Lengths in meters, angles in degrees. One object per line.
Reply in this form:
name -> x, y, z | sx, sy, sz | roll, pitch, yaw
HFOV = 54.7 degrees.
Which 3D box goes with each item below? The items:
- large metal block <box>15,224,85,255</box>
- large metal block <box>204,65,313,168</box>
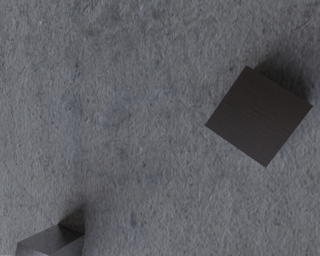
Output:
large metal block -> -0.156, 0.192, 0.433 | 0.050, 0.080, 0.079 | 13, 94, 19
large metal block -> 0.112, -0.013, 0.356 | 0.080, 0.050, 0.080 | 36, 101, 16
